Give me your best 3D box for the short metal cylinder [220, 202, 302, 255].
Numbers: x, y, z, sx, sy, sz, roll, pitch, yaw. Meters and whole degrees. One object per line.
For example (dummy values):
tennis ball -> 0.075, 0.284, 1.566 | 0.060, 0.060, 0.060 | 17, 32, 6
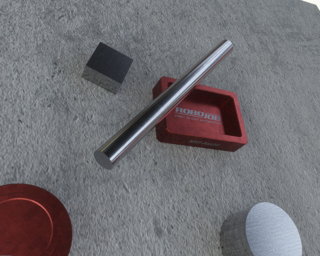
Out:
short metal cylinder -> 0.120, 0.136, 0.372 | 0.081, 0.050, 0.080 | 14, 56, -21

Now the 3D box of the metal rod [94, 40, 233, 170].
metal rod -> 0.025, -0.050, 0.409 | 0.025, 0.025, 0.302 | 44, 51, 2

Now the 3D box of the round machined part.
round machined part -> -0.126, 0.094, 0.268 | 0.099, 0.042, 0.098 | 14, 56, -21

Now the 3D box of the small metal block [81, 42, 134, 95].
small metal block -> -0.070, -0.080, 0.416 | 0.050, 0.025, 0.050 | 27, 52, -12

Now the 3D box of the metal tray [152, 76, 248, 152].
metal tray -> 0.057, -0.018, 0.444 | 0.131, 0.030, 0.090 | 9, 58, -24
